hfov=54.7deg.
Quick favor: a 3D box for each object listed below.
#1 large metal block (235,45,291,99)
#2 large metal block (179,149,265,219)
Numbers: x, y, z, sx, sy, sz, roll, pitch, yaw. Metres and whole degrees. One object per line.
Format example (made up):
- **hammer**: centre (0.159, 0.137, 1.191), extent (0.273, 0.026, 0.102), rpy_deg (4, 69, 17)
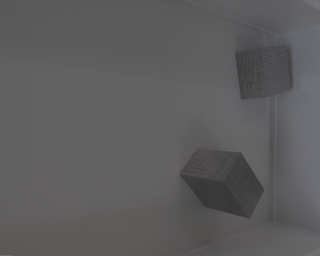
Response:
- **large metal block**: centre (0.181, -0.098, 0.542), extent (0.081, 0.050, 0.079), rpy_deg (-16, 101, -39)
- **large metal block**: centre (0.089, 0.078, 0.445), extent (0.050, 0.080, 0.080), rpy_deg (-52, 121, -27)
